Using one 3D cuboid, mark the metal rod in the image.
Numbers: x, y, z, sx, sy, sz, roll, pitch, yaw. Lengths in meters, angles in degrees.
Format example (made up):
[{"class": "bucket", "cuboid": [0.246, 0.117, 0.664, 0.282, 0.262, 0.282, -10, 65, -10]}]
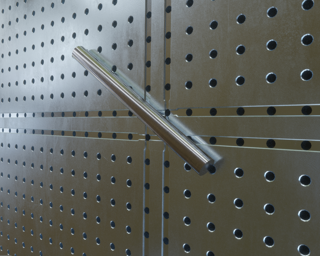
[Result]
[{"class": "metal rod", "cuboid": [-0.040, -0.040, 0.440, 0.300, 0.025, 0.025, 42, 115, 31]}]
